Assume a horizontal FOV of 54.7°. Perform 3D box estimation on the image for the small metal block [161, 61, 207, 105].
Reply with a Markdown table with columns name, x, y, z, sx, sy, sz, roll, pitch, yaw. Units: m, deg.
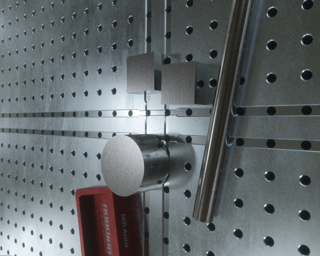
| name | x | y | z | sx | sy | sz | roll | pitch | yaw |
| --- | --- | --- | --- | --- | --- | --- | --- | --- | --- |
| small metal block | 0.029 | -0.054 | 0.384 | 0.050 | 0.025 | 0.050 | 3 | 92 | 39 |

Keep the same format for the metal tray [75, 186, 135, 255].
| name | x | y | z | sx | sy | sz | roll | pitch | yaw |
| --- | --- | --- | --- | --- | --- | --- | --- | --- | --- |
| metal tray | -0.084 | 0.155 | 0.473 | 0.090 | 0.030 | 0.129 | -13 | 82 | 39 |

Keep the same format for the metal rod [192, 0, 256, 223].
| name | x | y | z | sx | sy | sz | roll | pitch | yaw |
| --- | --- | --- | --- | --- | --- | --- | --- | --- | --- |
| metal rod | 0.074 | -0.040 | 0.346 | 0.025 | 0.025 | 0.298 | 15 | 100 | 38 |

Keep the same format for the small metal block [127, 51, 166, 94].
| name | x | y | z | sx | sy | sz | roll | pitch | yaw |
| --- | --- | --- | --- | --- | --- | --- | --- | --- | --- |
| small metal block | -0.019 | -0.074 | 0.423 | 0.050 | 0.025 | 0.050 | 0 | 90 | 39 |

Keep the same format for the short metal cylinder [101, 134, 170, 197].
| name | x | y | z | sx | sy | sz | roll | pitch | yaw |
| --- | --- | --- | --- | --- | --- | --- | --- | --- | --- |
| short metal cylinder | -0.034 | 0.048 | 0.419 | 0.080 | 0.050 | 0.079 | 0 | 90 | 39 |
